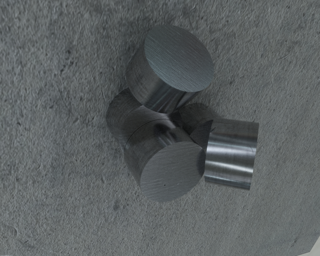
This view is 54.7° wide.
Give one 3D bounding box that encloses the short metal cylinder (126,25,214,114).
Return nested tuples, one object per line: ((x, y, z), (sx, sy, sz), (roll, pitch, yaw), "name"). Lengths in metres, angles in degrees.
((0.010, -0.062, 0.333), (0.081, 0.080, 0.050), (0, 157, -29), "short metal cylinder")

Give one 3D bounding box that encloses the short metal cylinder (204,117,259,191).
((0.085, 0.030, 0.366), (0.050, 0.080, 0.079), (8, 124, 16), "short metal cylinder")

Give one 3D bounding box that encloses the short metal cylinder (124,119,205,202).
((0.005, 0.037, 0.354), (0.081, 0.050, 0.079), (-14, 125, -21), "short metal cylinder")

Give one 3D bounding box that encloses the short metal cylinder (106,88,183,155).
((-0.020, -0.006, 0.379), (0.081, 0.050, 0.079), (-14, 125, -21), "short metal cylinder")

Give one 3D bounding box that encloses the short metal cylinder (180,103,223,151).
((0.055, 0.011, 0.430), (0.081, 0.050, 0.079), (-14, 125, -21), "short metal cylinder")
